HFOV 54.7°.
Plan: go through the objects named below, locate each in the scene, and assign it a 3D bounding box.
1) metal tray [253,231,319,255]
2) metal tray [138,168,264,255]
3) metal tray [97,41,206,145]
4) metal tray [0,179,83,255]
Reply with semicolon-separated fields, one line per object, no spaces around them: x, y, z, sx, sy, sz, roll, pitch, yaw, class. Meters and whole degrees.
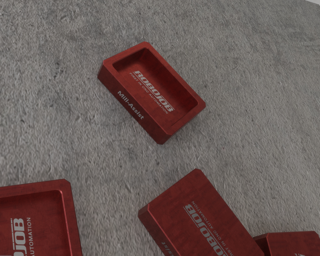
0.169;0.195;0.372;0.091;0.030;0.130;7;59;-25;metal tray
0.048;0.122;0.352;0.091;0.030;0.130;-30;78;-38;metal tray
-0.010;-0.051;0.426;0.130;0.030;0.091;48;51;5;metal tray
-0.116;0.115;0.267;0.091;0.030;0.130;-3;63;-30;metal tray
